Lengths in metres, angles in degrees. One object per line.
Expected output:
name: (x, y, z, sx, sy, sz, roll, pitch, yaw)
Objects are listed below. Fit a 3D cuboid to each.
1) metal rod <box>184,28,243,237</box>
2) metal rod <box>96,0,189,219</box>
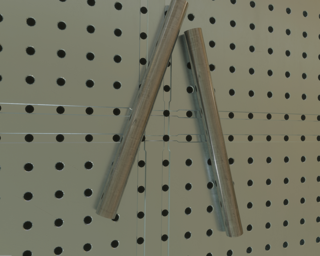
metal rod: (0.077, 0.010, 0.442, 0.025, 0.025, 0.298, -14, 95, -20)
metal rod: (-0.021, -0.031, 0.405, 0.025, 0.025, 0.299, 21, 83, -19)
